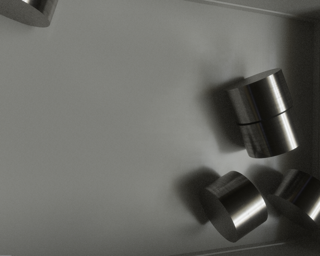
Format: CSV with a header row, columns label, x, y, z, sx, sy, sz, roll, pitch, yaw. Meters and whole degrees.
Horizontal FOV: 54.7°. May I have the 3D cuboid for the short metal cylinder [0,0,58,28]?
label,x,y,z,sx,sy,sz,roll,pitch,yaw
short metal cylinder,-0.149,-0.149,0.326,0.081,0.080,0.050,18,84,-20

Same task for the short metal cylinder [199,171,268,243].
label,x,y,z,sx,sy,sz,roll,pitch,yaw
short metal cylinder,0.097,0.105,0.419,0.050,0.080,0.080,-27,99,-18

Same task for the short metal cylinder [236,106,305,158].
label,x,y,z,sx,sy,sz,roll,pitch,yaw
short metal cylinder,0.156,0.003,0.441,0.081,0.080,0.050,-26,99,-18

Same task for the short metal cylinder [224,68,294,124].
label,x,y,z,sx,sy,sz,roll,pitch,yaw
short metal cylinder,0.137,-0.045,0.434,0.081,0.080,0.050,-26,99,-18

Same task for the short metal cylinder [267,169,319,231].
label,x,y,z,sx,sy,sz,roll,pitch,yaw
short metal cylinder,0.210,0.107,0.461,0.080,0.080,0.050,46,76,-15
